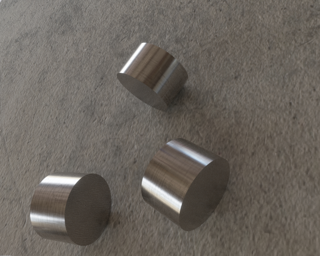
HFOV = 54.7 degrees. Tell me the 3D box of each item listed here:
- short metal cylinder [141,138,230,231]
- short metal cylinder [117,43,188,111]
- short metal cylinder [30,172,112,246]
[{"bbox_3d":[0.028,0.057,0.319,0.050,0.080,0.080,27,76,37],"label":"short metal cylinder"},{"bbox_3d":[-0.010,-0.067,0.414,0.080,0.080,0.050,25,76,36],"label":"short metal cylinder"},{"bbox_3d":[-0.102,0.093,0.363,0.050,0.080,0.080,-2,61,27],"label":"short metal cylinder"}]
